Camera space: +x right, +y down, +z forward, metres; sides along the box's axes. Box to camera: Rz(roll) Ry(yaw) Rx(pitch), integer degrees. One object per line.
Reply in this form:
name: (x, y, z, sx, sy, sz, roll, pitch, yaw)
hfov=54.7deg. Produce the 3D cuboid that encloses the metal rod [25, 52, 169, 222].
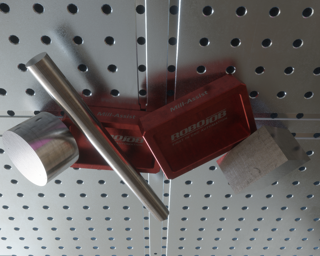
metal rod: (-0.061, 0.033, 0.400, 0.025, 0.025, 0.299, -20, 128, 16)

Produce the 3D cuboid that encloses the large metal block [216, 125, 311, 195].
large metal block: (0.137, 0.043, 0.410, 0.081, 0.050, 0.080, 6, 139, -48)

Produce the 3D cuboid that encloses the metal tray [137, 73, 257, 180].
metal tray: (0.050, 0.001, 0.385, 0.130, 0.030, 0.090, -27, 127, 0)

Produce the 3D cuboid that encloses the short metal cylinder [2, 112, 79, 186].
short metal cylinder: (-0.150, 0.026, 0.392, 0.080, 0.050, 0.079, 22, 131, 27)

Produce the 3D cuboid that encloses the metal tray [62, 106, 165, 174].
metal tray: (-0.061, 0.018, 0.422, 0.131, 0.030, 0.089, 5, 130, -5)
